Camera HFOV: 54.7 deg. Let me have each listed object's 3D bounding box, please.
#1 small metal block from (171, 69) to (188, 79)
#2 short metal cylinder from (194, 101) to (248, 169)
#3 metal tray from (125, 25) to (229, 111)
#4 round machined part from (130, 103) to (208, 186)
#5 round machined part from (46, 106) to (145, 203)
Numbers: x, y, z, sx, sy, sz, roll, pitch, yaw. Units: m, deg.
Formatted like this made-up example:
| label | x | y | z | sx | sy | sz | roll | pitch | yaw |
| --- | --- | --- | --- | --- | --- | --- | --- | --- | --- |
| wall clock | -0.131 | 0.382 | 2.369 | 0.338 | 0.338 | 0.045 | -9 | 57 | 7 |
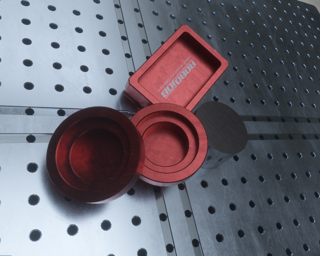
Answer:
| label | x | y | z | sx | sy | sz | roll | pitch | yaw |
| --- | --- | --- | --- | --- | --- | --- | --- | --- | --- |
| small metal block | 0.041 | -0.083 | 0.483 | 0.050 | 0.025 | 0.050 | 35 | 51 | -5 |
| short metal cylinder | 0.072 | 0.010 | 0.427 | 0.081 | 0.050 | 0.080 | 14 | 56 | -21 |
| metal tray | 0.026 | -0.074 | 0.438 | 0.090 | 0.030 | 0.130 | 41 | 69 | -3 |
| round machined part | 0.005 | 0.022 | 0.374 | 0.099 | 0.042 | 0.098 | 2 | 68 | -5 |
| round machined part | -0.063 | 0.030 | 0.326 | 0.098 | 0.042 | 0.098 | -3 | 73 | 9 |
